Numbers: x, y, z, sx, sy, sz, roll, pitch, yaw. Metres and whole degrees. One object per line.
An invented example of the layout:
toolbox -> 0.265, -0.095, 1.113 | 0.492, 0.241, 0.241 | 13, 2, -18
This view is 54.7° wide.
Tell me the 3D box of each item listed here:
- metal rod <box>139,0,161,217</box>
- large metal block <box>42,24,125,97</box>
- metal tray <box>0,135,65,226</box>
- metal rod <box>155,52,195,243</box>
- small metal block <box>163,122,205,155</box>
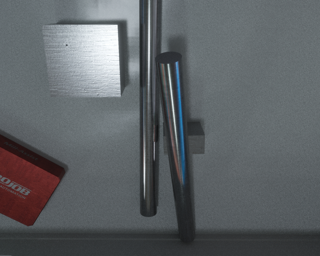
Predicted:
metal rod -> -0.014, -0.016, 0.405 | 0.025, 0.025, 0.298 | 1, 110, -1
large metal block -> -0.086, -0.081, 0.367 | 0.081, 0.050, 0.079 | 0, 110, -1
metal tray -> -0.212, 0.067, 0.426 | 0.130, 0.030, 0.090 | 31, 102, -12
metal rod -> 0.025, 0.050, 0.381 | 0.025, 0.025, 0.298 | -7, 129, 2
small metal block -> 0.030, 0.012, 0.403 | 0.050, 0.050, 0.025 | -1, 110, 0
